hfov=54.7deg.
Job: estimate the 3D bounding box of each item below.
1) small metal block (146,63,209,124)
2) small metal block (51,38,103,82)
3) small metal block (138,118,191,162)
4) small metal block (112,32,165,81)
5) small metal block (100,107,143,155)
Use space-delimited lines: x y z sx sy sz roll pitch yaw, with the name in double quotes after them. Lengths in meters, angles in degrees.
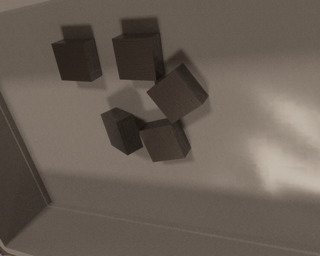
0.021 -0.041 0.371 0.050 0.025 0.050 -33 100 38 "small metal block"
-0.109 -0.090 0.408 0.050 0.025 0.050 6 121 24 "small metal block"
0.007 0.016 0.414 0.050 0.025 0.050 -11 113 32 "small metal block"
-0.025 -0.085 0.368 0.050 0.025 0.050 6 121 24 "small metal block"
-0.052 0.003 0.423 0.050 0.025 0.050 22 134 54 "small metal block"
